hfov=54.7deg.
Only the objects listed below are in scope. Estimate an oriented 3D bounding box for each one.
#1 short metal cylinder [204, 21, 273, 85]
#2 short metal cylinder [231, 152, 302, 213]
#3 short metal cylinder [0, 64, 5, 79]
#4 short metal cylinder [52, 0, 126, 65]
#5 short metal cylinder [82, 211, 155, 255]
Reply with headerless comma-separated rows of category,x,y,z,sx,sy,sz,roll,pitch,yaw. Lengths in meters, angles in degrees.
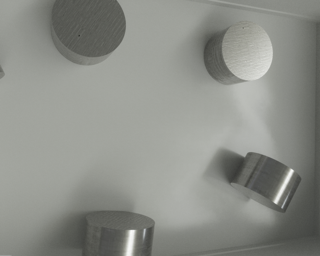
short metal cylinder,0.109,-0.103,0.437,0.081,0.050,0.080,0,90,-20
short metal cylinder,0.148,0.076,0.436,0.080,0.080,0.050,35,79,-17
short metal cylinder,-0.206,-0.063,0.305,0.081,0.080,0.050,-25,99,-18
short metal cylinder,-0.086,-0.118,0.365,0.081,0.050,0.080,0,90,-20
short metal cylinder,-0.049,0.132,0.364,0.081,0.080,0.050,7,88,-20
